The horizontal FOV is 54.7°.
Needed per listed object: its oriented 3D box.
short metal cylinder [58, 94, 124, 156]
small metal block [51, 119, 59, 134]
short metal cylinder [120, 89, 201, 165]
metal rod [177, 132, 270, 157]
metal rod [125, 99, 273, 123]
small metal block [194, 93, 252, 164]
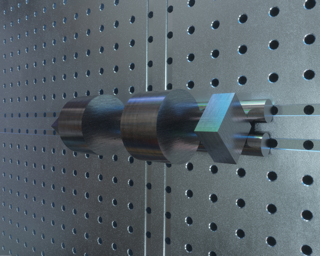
[{"bbox_3d":[-0.087,-0.004,0.417,0.050,0.081,0.079,1,91,40],"label":"short metal cylinder"},{"bbox_3d":[-0.125,-0.004,0.467,0.025,0.050,0.050,1,49,40],"label":"small metal block"},{"bbox_3d":[0.003,-0.002,0.342,0.050,0.081,0.079,1,91,40],"label":"short metal cylinder"},{"bbox_3d":[-0.006,0.014,0.415,0.300,0.025,0.025,1,91,40],"label":"metal rod"},{"bbox_3d":[-0.004,-0.020,0.413,0.300,0.025,0.025,1,91,40],"label":"metal rod"},{"bbox_3d":[0.065,0.001,0.310,0.025,0.050,0.050,1,50,40],"label":"small metal block"}]
